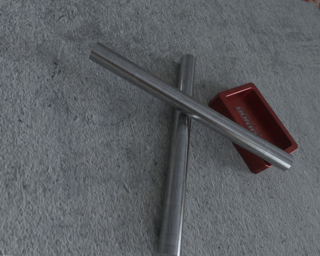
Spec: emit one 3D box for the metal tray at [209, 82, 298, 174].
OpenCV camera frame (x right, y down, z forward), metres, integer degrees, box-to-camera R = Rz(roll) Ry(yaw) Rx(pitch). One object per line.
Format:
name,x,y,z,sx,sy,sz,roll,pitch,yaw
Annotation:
metal tray,0.146,-0.004,0.483,0.091,0.030,0.130,-20,73,-36

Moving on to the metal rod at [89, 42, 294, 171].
metal rod,0.046,-0.025,0.411,0.301,0.025,0.025,29,52,-7

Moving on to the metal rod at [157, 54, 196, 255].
metal rod,0.027,0.013,0.411,0.025,0.025,0.300,20,54,-17
